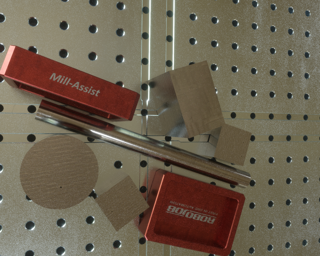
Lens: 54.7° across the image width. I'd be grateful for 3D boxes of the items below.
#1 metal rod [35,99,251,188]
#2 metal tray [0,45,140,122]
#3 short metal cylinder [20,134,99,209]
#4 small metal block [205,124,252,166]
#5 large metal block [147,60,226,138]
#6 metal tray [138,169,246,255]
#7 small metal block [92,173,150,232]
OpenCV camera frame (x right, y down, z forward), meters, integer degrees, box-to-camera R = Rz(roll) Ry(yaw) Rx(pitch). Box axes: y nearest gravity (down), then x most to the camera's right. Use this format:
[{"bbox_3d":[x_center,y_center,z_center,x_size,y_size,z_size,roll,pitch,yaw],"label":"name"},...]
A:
[{"bbox_3d":[-0.008,0.028,0.410,0.302,0.025,0.025,20,83,-19],"label":"metal rod"},{"bbox_3d":[-0.097,-0.042,0.341,0.131,0.090,0.030,20,84,-19],"label":"metal tray"},{"bbox_3d":[-0.115,0.047,0.356,0.081,0.050,0.080,0,90,-20],"label":"short metal cylinder"},{"bbox_3d":[0.099,0.024,0.449,0.050,0.025,0.050,18,84,-19],"label":"small metal block"},{"bbox_3d":[0.031,-0.034,0.396,0.050,0.080,0.080,-20,97,-19],"label":"large metal block"},{"bbox_3d":[0.046,0.117,0.426,0.131,0.030,0.090,19,84,-19],"label":"metal tray"},{"bbox_3d":[-0.050,0.093,0.395,0.050,0.025,0.050,-34,101,-17],"label":"small metal block"}]
